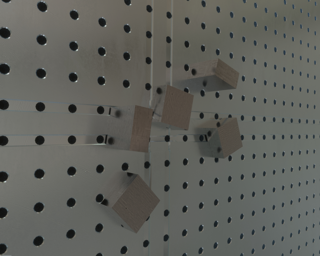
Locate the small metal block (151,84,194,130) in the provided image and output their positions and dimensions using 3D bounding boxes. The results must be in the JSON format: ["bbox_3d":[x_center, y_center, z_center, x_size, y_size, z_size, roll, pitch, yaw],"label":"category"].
[{"bbox_3d":[0.016,-0.027,0.421,0.050,0.025,0.050,16,80,-39],"label":"small metal block"}]

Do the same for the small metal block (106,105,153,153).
[{"bbox_3d":[-0.036,0.001,0.362,0.025,0.050,0.050,11,83,-39],"label":"small metal block"}]

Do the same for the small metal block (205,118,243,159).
[{"bbox_3d":[0.102,0.015,0.493,0.050,0.025,0.050,-25,106,-37],"label":"small metal block"}]

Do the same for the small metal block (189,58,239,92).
[{"bbox_3d":[0.080,-0.077,0.458,0.050,0.050,0.025,23,76,-38],"label":"small metal block"}]

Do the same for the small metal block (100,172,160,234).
[{"bbox_3d":[-0.035,0.091,0.379,0.050,0.025,0.050,-50,120,-28],"label":"small metal block"}]
